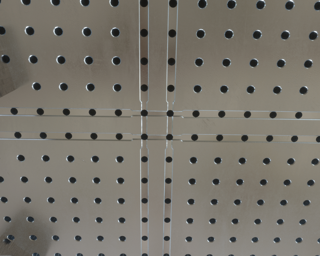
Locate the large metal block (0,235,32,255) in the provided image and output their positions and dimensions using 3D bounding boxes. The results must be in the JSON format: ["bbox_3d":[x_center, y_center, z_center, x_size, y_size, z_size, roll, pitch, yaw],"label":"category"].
[{"bbox_3d":[-0.238,0.225,0.465,0.080,0.080,0.050,43,105,-14],"label":"large metal block"}]

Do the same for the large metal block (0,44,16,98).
[{"bbox_3d":[-0.236,-0.072,0.372,0.080,0.050,0.080,-9,110,3],"label":"large metal block"}]
